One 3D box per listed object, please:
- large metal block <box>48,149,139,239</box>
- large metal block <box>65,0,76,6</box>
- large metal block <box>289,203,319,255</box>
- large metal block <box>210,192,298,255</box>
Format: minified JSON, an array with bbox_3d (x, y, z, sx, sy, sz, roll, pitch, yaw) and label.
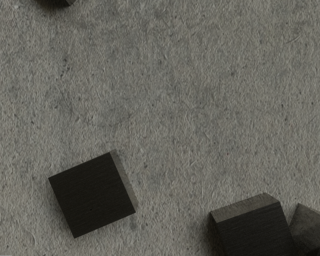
[{"bbox_3d":[-0.082,0.081,0.397,0.080,0.050,0.080,-23,90,0],"label":"large metal block"},{"bbox_3d":[-0.122,-0.222,0.396,0.080,0.050,0.080,-45,90,0],"label":"large metal block"},{"bbox_3d":[0.218,0.141,0.384,0.080,0.080,0.050,22,90,0],"label":"large metal block"},{"bbox_3d":[0.120,0.139,0.398,0.080,0.050,0.080,-19,90,0],"label":"large metal block"}]
